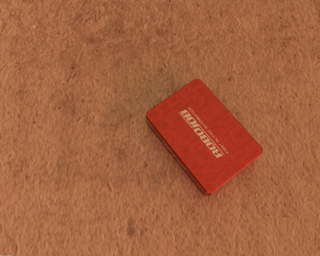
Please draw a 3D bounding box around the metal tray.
[{"bbox_3d":[0.054,0.010,0.402,0.090,0.030,0.130,-35,74,-12],"label":"metal tray"}]
